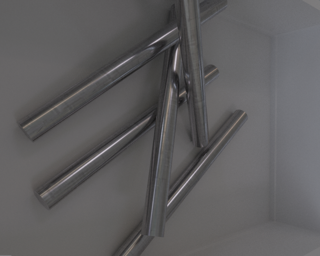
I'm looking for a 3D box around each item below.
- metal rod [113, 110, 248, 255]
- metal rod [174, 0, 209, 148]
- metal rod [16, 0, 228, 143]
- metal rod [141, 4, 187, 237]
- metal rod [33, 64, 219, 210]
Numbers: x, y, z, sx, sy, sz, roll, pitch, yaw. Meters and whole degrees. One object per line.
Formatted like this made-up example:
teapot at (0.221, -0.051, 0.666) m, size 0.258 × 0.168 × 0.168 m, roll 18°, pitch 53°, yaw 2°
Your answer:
metal rod at (0.044, 0.070, 0.443) m, size 0.301 × 0.025 × 0.025 m, roll -45°, pitch 117°, yaw -31°
metal rod at (0.037, -0.086, 0.357) m, size 0.025 × 0.025 × 0.299 m, roll -46°, pitch 143°, yaw -30°
metal rod at (-0.024, -0.084, 0.359) m, size 0.301 × 0.025 × 0.025 m, roll -40°, pitch 115°, yaw -24°
metal rod at (0.009, -0.024, 0.381) m, size 0.025 × 0.025 × 0.299 m, roll 23°, pitch 66°, yaw -38°
metal rod at (-0.019, -0.007, 0.390) m, size 0.302 × 0.025 × 0.025 m, roll -39°, pitch 114°, yaw -33°
